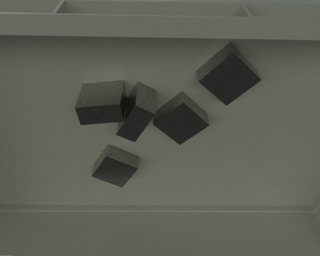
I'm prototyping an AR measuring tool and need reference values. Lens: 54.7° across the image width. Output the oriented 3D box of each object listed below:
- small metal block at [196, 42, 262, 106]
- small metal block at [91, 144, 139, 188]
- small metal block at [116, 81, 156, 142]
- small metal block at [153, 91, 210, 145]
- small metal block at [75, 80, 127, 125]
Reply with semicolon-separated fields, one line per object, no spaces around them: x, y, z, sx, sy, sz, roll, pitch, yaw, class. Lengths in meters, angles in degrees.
0.079;-0.061;0.358;0.050;0.025;0.050;36;121;-27;small metal block
-0.066;0.056;0.456;0.050;0.025;0.050;25;126;-20;small metal block
-0.029;-0.020;0.376;0.025;0.050;0.050;24;126;-19;small metal block
0.027;-0.012;0.400;0.050;0.025;0.050;-37;122;26;small metal block
-0.067;-0.031;0.366;0.050;0.050;0.025;-5;130;3;small metal block
